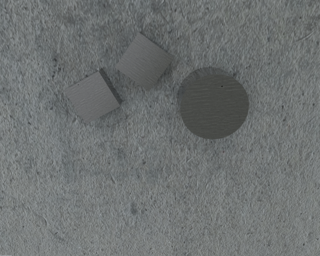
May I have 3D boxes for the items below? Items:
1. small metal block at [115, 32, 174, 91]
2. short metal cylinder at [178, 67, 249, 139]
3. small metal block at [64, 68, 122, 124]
[{"bbox_3d":[-0.019,-0.082,0.379,0.050,0.025,0.050,34,106,-12],"label":"small metal block"},{"bbox_3d":[0.064,-0.032,0.386,0.081,0.050,0.079,0,110,-1],"label":"short metal cylinder"},{"bbox_3d":[-0.084,-0.041,0.394,0.050,0.025,0.050,-27,108,9],"label":"small metal block"}]
